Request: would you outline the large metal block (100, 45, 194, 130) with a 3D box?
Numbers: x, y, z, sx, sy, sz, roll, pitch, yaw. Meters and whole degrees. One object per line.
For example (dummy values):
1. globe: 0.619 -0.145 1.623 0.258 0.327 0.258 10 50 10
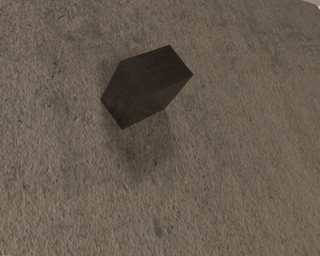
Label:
1. large metal block: -0.018 -0.051 0.391 0.081 0.080 0.050 -29 78 -38
